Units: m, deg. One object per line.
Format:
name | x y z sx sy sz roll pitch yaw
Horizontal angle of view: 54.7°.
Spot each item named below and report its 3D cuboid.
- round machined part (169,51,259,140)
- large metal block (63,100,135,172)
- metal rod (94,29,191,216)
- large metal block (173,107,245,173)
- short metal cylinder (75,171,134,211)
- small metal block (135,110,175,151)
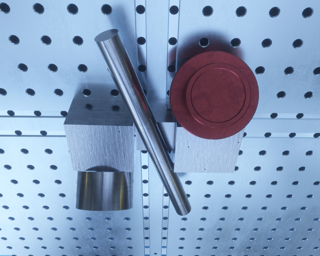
round machined part | 0.060 -0.035 0.339 0.099 0.042 0.097 0 95 -1
large metal block | -0.073 0.011 0.405 0.081 0.050 0.079 1 130 -2
metal rod | -0.008 0.018 0.393 0.025 0.025 0.299 -14 129 11
large metal block | 0.059 0.013 0.408 0.081 0.050 0.079 1 130 -1
short metal cylinder | -0.078 0.087 0.440 0.081 0.050 0.080 1 173 0
small metal block | -0.006 0.004 0.415 0.050 0.025 0.050 0 130 -1
